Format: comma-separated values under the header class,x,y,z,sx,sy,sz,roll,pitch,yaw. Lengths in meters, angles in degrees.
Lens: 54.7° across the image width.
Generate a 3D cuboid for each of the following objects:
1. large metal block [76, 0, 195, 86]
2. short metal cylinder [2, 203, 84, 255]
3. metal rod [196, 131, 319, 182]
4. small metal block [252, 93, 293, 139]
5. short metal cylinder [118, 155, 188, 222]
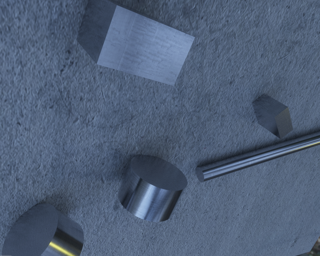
class,x,y,z,sx,sy,sz,roll,pitch,yaw
large metal block,-0.027,-0.088,0.303,0.081,0.080,0.050,11,113,-33
short metal cylinder,-0.143,0.141,0.382,0.080,0.080,0.050,-37,130,-4
metal rod,0.200,0.043,0.545,0.303,0.025,0.025,-13,124,-22
small metal block,0.173,-0.018,0.477,0.025,0.050,0.050,-36,130,-5
short metal cylinder,-0.010,0.079,0.416,0.081,0.080,0.050,10,113,-33
